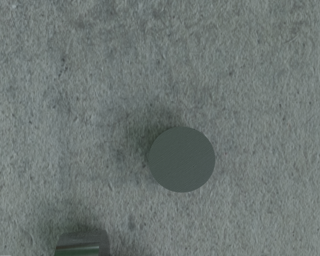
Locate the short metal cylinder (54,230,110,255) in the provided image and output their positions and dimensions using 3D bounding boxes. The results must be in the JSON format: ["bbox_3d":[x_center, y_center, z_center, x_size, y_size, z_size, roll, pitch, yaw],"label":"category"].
[{"bbox_3d":[-0.093,0.169,0.381,0.050,0.080,0.079,-4,90,0],"label":"short metal cylinder"}]

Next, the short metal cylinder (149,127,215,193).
[{"bbox_3d":[0.026,0.038,0.398,0.081,0.050,0.079,0,90,-1],"label":"short metal cylinder"}]
